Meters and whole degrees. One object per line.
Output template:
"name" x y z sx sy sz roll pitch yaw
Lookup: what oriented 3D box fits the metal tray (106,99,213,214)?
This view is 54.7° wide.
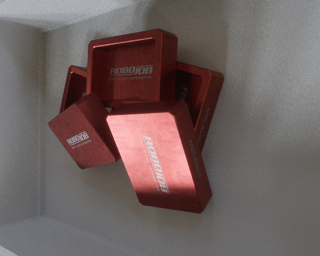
"metal tray" 0.001 0.034 0.357 0.090 0.030 0.129 -2 118 34

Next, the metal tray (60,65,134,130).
"metal tray" -0.101 -0.039 0.480 0.130 0.030 0.089 25 106 37

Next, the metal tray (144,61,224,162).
"metal tray" 0.017 -0.016 0.385 0.090 0.030 0.129 24 105 37

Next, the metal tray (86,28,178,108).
"metal tray" -0.040 -0.070 0.393 0.130 0.030 0.089 5 93 39

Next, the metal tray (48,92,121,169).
"metal tray" -0.104 0.010 0.441 0.130 0.030 0.090 -19 108 54
